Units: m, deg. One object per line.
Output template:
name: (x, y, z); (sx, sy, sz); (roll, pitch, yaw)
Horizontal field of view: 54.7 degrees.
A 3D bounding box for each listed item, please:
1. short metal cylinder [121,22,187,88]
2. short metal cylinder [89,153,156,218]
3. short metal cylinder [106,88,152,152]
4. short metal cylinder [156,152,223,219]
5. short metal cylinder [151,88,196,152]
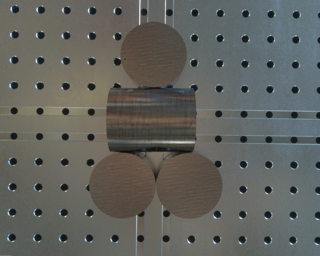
short metal cylinder: (-0.008, -0.089, 0.400); (0.081, 0.050, 0.079); (0, 90, -1)
short metal cylinder: (-0.046, 0.070, 0.399); (0.081, 0.050, 0.079); (0, 90, -1)
short metal cylinder: (-0.035, -0.010, 0.386); (0.050, 0.080, 0.079); (0, 90, 0)
short metal cylinder: (0.036, 0.070, 0.400); (0.081, 0.050, 0.079); (0, 90, -1)
short metal cylinder: (0.015, -0.010, 0.387); (0.050, 0.080, 0.079); (0, 90, 0)
